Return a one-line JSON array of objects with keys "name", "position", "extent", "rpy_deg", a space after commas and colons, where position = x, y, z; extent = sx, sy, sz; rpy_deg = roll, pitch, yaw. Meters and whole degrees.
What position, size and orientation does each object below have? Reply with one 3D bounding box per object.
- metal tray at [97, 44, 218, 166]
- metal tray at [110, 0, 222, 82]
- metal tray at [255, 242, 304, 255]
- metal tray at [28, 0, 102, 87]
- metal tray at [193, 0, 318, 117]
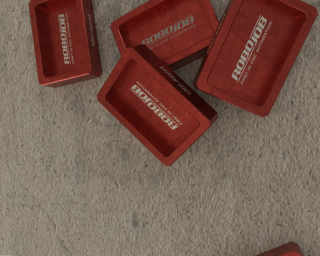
[{"name": "metal tray", "position": [-0.006, -0.027, 0.381], "extent": [0.130, 0.030, 0.090], "rpy_deg": [44, 124, 4]}, {"name": "metal tray", "position": [0.009, -0.123, 0.402], "extent": [0.130, 0.030, 0.090], "rpy_deg": [-23, 82, 18]}, {"name": "metal tray", "position": [0.121, 0.202, 0.363], "extent": [0.130, 0.030, 0.090], "rpy_deg": [-30, 80, 17]}, {"name": "metal tray", "position": [-0.140, -0.132, 0.455], "extent": [0.090, 0.030, 0.129], "rpy_deg": [-10, 87, 19]}, {"name": "metal tray", "position": [0.105, -0.088, 0.351], "extent": [0.090, 0.030, 0.129], "rpy_deg": [23, 98, -6]}]
